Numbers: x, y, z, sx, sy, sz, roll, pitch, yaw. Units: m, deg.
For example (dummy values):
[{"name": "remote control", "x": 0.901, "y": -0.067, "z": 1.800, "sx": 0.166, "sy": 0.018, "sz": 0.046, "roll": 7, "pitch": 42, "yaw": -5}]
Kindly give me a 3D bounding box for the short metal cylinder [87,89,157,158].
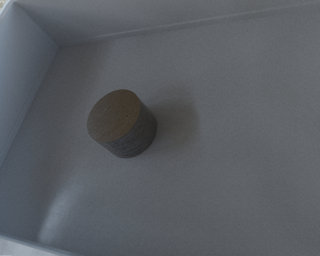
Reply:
[{"name": "short metal cylinder", "x": -0.051, "y": -0.005, "z": 0.421, "sx": 0.080, "sy": 0.050, "sz": 0.080, "roll": -13, "pitch": 56, "yaw": 21}]
